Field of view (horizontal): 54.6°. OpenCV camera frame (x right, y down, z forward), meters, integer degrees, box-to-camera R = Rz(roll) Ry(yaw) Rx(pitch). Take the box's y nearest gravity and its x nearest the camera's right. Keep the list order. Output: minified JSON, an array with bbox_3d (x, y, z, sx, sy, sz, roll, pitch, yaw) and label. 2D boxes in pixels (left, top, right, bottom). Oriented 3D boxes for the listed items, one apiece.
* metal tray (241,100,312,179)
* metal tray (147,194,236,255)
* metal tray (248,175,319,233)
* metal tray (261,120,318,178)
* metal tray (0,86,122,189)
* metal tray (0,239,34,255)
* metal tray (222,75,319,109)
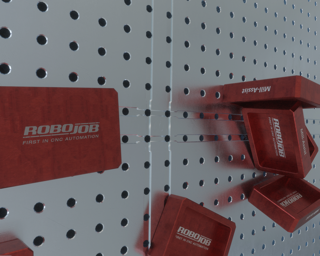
[{"bbox_3d":[0.196,0.018,0.521,0.030,0.090,0.129,-36,118,-34],"label":"metal tray"},{"bbox_3d":[0.051,0.161,0.447,0.130,0.030,0.090,34,69,-35],"label":"metal tray"},{"bbox_3d":[0.233,0.127,0.558,0.131,0.090,0.030,-11,125,-39],"label":"metal tray"},{"bbox_3d":[0.248,0.020,0.595,0.090,0.030,0.130,-44,106,-32],"label":"metal tray"},{"bbox_3d":[-0.104,0.004,0.318,0.131,0.030,0.090,-5,93,-40],"label":"metal tray"},{"bbox_3d":[-0.176,0.156,0.257,0.131,0.030,0.090,-2,91,-40],"label":"metal tray"},{"bbox_3d":[0.176,-0.051,0.487,0.091,0.130,0.030,9,85,-40],"label":"metal tray"}]
